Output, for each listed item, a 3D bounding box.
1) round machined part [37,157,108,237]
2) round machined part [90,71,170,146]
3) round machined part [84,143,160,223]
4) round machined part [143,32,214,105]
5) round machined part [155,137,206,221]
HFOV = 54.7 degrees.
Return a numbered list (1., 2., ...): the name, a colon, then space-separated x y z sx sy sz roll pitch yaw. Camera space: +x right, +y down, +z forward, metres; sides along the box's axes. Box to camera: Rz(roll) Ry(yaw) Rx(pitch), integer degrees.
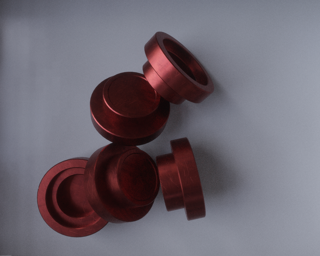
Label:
1. round machined part: -0.102 0.086 0.402 0.099 0.042 0.097 0 90 0
2. round machined part: -0.035 -0.030 0.380 0.099 0.042 0.098 5 58 -8
3. round machined part: -0.038 0.062 0.373 0.042 0.099 0.098 -23 90 39
4. round machined part: 0.018 -0.067 0.380 0.098 0.098 0.042 48 116 0
5. round machined part: 0.022 0.063 0.375 0.042 0.098 0.097 -12 90 0
